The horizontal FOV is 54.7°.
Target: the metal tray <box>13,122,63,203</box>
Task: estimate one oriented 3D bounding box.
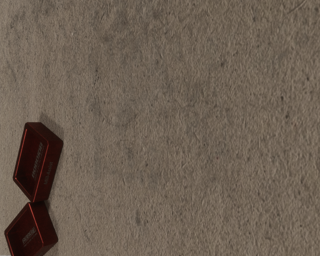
[{"bbox_3d":[-0.236,0.064,0.592,0.090,0.030,0.129,31,109,35],"label":"metal tray"}]

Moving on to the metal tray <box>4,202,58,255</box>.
[{"bbox_3d":[-0.257,0.212,0.609,0.129,0.030,0.090,-45,63,30],"label":"metal tray"}]
